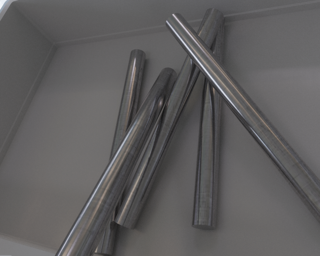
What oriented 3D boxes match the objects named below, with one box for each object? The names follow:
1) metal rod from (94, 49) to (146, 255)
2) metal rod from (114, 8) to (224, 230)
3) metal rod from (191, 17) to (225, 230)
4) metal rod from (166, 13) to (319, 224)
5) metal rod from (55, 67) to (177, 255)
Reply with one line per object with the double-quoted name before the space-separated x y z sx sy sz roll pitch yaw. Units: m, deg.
"metal rod" -0.051 0.013 0.424 0.025 0.025 0.299 -7 58 24
"metal rod" 0.017 -0.021 0.391 0.025 0.025 0.299 15 75 34
"metal rod" 0.064 -0.029 0.389 0.025 0.025 0.300 -6 59 25
"metal rod" 0.088 -0.027 0.339 0.025 0.025 0.299 -34 63 6
"metal rod" -0.027 0.012 0.334 0.025 0.025 0.301 -8 33 24
